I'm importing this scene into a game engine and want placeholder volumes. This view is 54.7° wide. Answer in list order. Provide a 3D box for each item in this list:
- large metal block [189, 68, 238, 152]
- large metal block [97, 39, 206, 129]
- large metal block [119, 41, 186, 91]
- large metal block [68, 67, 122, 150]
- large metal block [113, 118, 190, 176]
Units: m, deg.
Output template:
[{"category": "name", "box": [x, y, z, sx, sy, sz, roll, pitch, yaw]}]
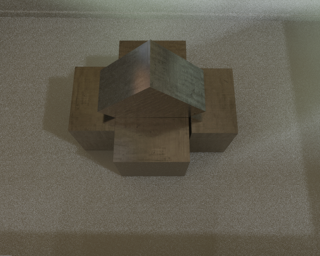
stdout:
[{"category": "large metal block", "box": [0.059, -0.019, 0.384, 0.050, 0.080, 0.080, 0, 70, 0]}, {"category": "large metal block", "box": [-0.009, -0.040, 0.334, 0.080, 0.080, 0.050, 19, 63, -42]}, {"category": "large metal block", "box": [-0.009, -0.069, 0.404, 0.081, 0.080, 0.050, 0, 70, 0]}, {"category": "large metal block", "box": [-0.074, -0.021, 0.387, 0.050, 0.080, 0.080, 0, 70, 0]}, {"category": "large metal block", "box": [-0.009, 0.025, 0.370, 0.081, 0.080, 0.050, 0, 70, 0]}]
